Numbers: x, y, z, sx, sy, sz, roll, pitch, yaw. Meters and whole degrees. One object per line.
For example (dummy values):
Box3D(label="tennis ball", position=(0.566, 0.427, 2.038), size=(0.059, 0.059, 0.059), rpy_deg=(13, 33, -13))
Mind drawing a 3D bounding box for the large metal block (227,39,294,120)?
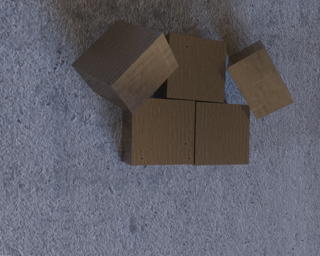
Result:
Box3D(label="large metal block", position=(0.136, -0.069, 0.426), size=(0.050, 0.080, 0.080), rpy_deg=(-28, 103, 23))

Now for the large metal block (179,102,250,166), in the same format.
Box3D(label="large metal block", position=(0.073, 0.008, 0.423), size=(0.081, 0.050, 0.079), rpy_deg=(1, 90, -21))

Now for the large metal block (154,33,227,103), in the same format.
Box3D(label="large metal block", position=(0.039, -0.075, 0.413), size=(0.081, 0.050, 0.079), rpy_deg=(3, 89, -20))

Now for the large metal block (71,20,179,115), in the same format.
Box3D(label="large metal block", position=(-0.040, -0.073, 0.359), size=(0.080, 0.080, 0.050), rpy_deg=(-49, 140, -14))

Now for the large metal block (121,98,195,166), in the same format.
Box3D(label="large metal block", position=(-0.003, 0.005, 0.396), size=(0.081, 0.050, 0.079), rpy_deg=(1, 90, -21))
